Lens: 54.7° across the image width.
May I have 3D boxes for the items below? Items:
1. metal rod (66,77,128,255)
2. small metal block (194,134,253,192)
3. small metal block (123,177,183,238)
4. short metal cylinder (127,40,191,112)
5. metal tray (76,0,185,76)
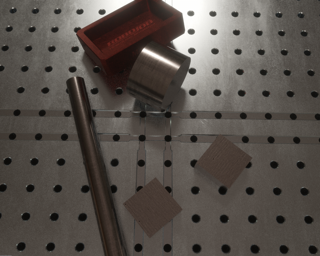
[{"bbox_3d":[-0.076,0.069,0.385,0.025,0.025,0.299,-16,71,-6],"label":"metal rod"},{"bbox_3d":[0.080,0.044,0.397,0.050,0.025,0.050,38,74,12],"label":"small metal block"},{"bbox_3d":[-0.009,0.097,0.376,0.050,0.025,0.050,-38,75,-13],"label":"small metal block"},{"bbox_3d":[-0.001,-0.067,0.407,0.050,0.080,0.080,29,72,9],"label":"short metal cylinder"},{"bbox_3d":[-0.042,-0.137,0.442,0.131,0.030,0.090,-33,53,-12],"label":"metal tray"}]
